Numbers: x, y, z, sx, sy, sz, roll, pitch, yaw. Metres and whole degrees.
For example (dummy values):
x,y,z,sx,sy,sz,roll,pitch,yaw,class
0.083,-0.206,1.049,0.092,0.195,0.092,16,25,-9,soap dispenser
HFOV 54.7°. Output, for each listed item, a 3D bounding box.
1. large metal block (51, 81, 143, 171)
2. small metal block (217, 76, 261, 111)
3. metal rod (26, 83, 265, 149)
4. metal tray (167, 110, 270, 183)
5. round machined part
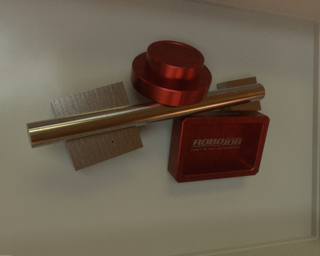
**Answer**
x,y,z,sx,sy,sz,roll,pitch,yaw,class
-0.076,-0.003,0.367,0.081,0.050,0.080,-19,97,-19,large metal block
0.116,-0.045,0.453,0.050,0.025,0.050,-12,94,-20,small metal block
0.006,-0.022,0.365,0.303,0.025,0.025,-12,95,-27,metal rod
0.080,0.023,0.422,0.131,0.030,0.089,-2,110,-21,metal tray
0.016,-0.072,0.375,0.099,0.098,0.042,-5,132,-20,round machined part
